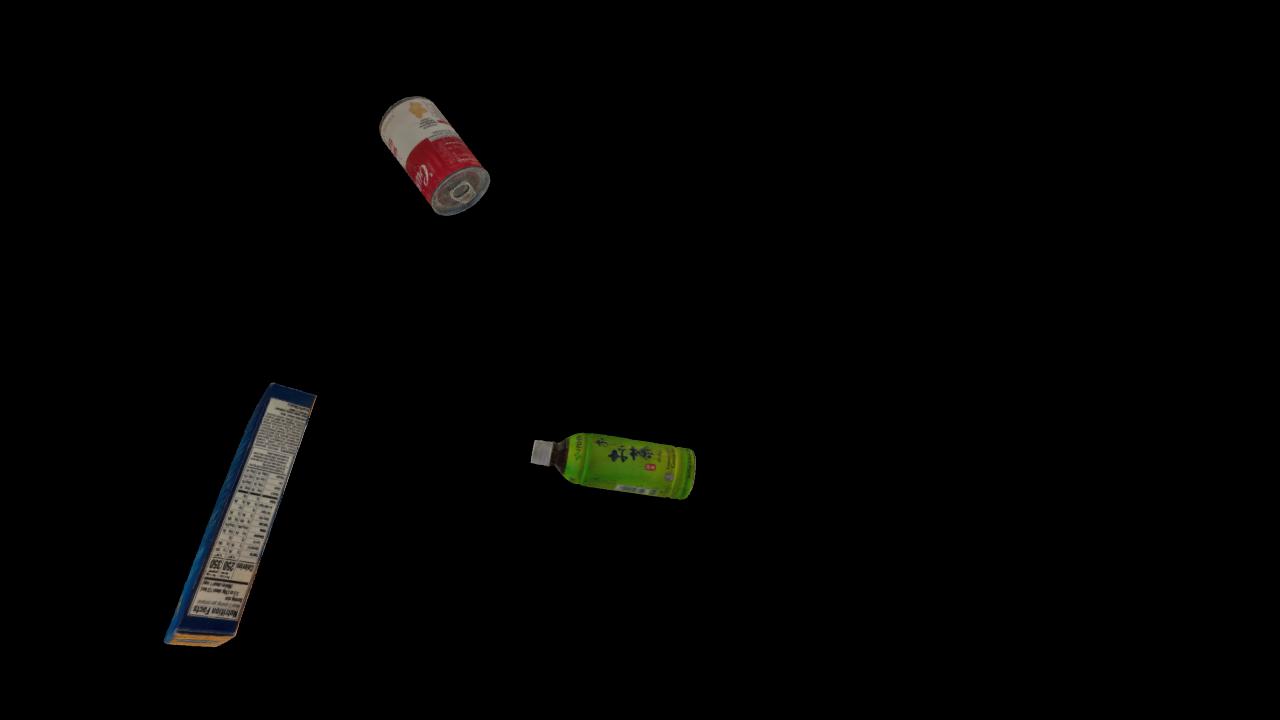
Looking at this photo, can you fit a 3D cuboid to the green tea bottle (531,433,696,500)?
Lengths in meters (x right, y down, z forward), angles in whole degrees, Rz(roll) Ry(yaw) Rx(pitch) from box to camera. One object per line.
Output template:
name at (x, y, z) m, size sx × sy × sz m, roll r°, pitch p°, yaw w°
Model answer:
green tea bottle at (-0.036, 0.136, 0.805) m, size 0.212 × 0.073 × 0.073 m, roll 9°, pitch -2°, yaw -11°

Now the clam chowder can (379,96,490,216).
clam chowder can at (-0.211, -0.209, 0.632) m, size 0.068 × 0.102 × 0.068 m, roll -36°, pitch -9°, yaw -7°

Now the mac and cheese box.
mac and cheese box at (-0.306, 0.118, 0.476) m, size 0.041 × 0.184 × 0.093 m, roll 24°, pitch -37°, yaw -32°
